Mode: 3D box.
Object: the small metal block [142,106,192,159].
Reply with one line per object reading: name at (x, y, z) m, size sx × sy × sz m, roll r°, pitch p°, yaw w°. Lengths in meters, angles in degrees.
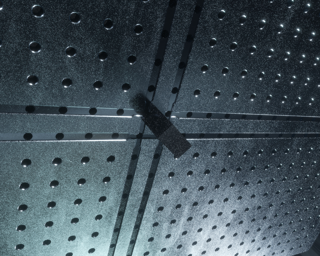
small metal block at (0.009, 0.006, 0.405) m, size 0.025 × 0.050 × 0.050 m, roll -43°, pitch 130°, yaw 1°
